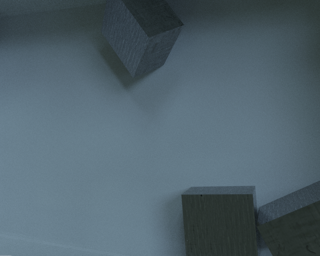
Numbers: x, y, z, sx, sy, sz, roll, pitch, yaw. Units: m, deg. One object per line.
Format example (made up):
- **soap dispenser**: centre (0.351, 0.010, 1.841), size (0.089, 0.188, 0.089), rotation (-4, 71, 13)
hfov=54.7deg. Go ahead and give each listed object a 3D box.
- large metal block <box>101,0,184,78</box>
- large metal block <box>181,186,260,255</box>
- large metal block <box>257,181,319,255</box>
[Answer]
- **large metal block**: centre (-0.026, -0.123, 0.384), size (0.050, 0.080, 0.080), rotation (-29, 78, -27)
- **large metal block**: centre (0.074, 0.114, 0.371), size (0.080, 0.050, 0.080), rotation (-5, 88, 20)
- **large metal block**: centre (0.154, 0.100, 0.327), size (0.080, 0.080, 0.050), rotation (-30, 80, 17)
